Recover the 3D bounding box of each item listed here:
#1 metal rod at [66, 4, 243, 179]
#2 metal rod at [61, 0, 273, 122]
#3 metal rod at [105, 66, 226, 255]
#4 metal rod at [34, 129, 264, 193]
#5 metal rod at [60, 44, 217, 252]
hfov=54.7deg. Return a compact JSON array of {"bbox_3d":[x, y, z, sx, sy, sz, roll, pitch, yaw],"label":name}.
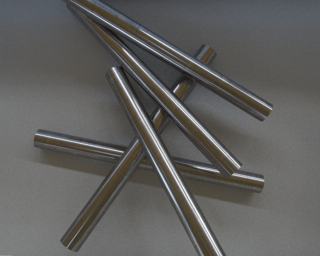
[{"bbox_3d":[-0.015,-0.059,0.380,0.025,0.025,0.300,-42,78,0],"label":"metal rod"},{"bbox_3d":[0.003,-0.096,0.379,0.301,0.025,0.025,31,90,-1],"label":"metal rod"},{"bbox_3d":[0.011,0.053,0.345,0.025,0.025,0.299,-29,71,0],"label":"metal rod"},{"bbox_3d":[-0.014,0.044,0.411,0.302,0.025,0.025,12,90,-1],"label":"metal rod"},{"bbox_3d":[-0.021,0.018,0.388,0.025,0.025,0.300,36,81,-1],"label":"metal rod"}]
